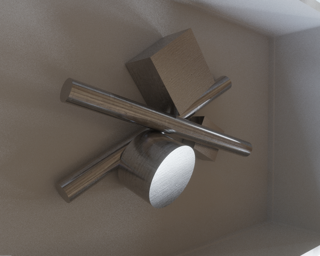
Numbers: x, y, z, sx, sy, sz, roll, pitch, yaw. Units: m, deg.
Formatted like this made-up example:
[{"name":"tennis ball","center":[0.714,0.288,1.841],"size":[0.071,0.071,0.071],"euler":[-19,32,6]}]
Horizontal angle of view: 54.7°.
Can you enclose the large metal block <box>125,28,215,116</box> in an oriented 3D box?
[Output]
[{"name":"large metal block","center":[0.016,-0.071,0.403],"size":[0.080,0.050,0.080],"euler":[-43,117,-31]}]

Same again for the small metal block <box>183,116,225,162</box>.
[{"name":"small metal block","center":[0.064,0.016,0.459],"size":[0.050,0.025,0.050],"euler":[33,69,-35]}]

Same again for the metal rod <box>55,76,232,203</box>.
[{"name":"metal rod","center":[0.001,-0.002,0.407],"size":[0.302,0.025,0.025],"euler":[-34,112,-35]}]

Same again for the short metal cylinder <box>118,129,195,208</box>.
[{"name":"short metal cylinder","center":[-0.003,0.048,0.370],"size":[0.081,0.050,0.079],"euler":[-31,134,-38]}]

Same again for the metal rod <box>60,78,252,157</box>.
[{"name":"metal rod","center":[0.022,-0.002,0.392],"size":[0.302,0.025,0.025],"euler":[17,79,-39]}]
